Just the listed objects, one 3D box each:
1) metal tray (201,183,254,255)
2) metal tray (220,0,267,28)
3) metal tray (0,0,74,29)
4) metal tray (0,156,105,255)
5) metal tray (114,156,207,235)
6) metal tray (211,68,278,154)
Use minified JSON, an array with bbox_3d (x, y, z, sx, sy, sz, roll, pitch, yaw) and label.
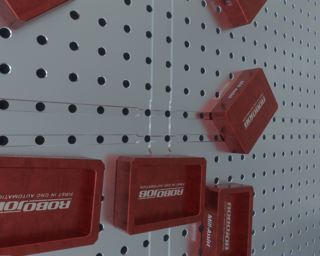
[{"bbox_3d":[0.109,0.157,0.495,0.091,0.030,0.129,5,87,-40],"label":"metal tray"},{"bbox_3d":[0.125,-0.245,0.509,0.130,0.030,0.090,52,60,-27],"label":"metal tray"},{"bbox_3d":[-0.137,-0.173,0.290,0.090,0.030,0.130,-44,117,-31],"label":"metal tray"},{"bbox_3d":[-0.122,0.073,0.302,0.131,0.030,0.090,7,86,-40],"label":"metal tray"},{"bbox_3d":[0.005,0.083,0.409,0.131,0.030,0.090,5,87,-40],"label":"metal tray"},{"bbox_3d":[0.148,-0.030,0.529,0.130,0.030,0.090,-48,119,-29],"label":"metal tray"}]
